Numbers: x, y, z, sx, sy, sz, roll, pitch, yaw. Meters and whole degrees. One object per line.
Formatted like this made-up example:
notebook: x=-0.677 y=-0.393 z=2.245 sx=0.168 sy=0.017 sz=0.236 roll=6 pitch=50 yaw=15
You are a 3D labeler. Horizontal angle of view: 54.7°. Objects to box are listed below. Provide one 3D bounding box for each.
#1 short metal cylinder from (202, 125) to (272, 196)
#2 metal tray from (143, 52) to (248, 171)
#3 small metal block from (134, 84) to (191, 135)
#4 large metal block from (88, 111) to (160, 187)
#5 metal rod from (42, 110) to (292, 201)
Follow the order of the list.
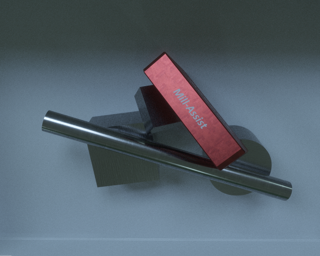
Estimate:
short metal cylinder: x=0.100 y=0.042 z=0.413 sx=0.081 sy=0.050 sz=0.079 roll=0 pitch=110 yaw=-1
metal tray: x=0.043 y=-0.017 z=0.343 sx=0.030 sy=0.090 sz=0.130 roll=-39 pitch=76 yaw=12
small metal block: x=0.003 y=-0.024 z=0.365 sx=0.050 sy=0.025 sz=0.050 roll=-13 pitch=76 yaw=-24
large metal block: x=-0.046 y=0.026 z=0.406 sx=0.080 sy=0.050 sz=0.079 roll=-7 pitch=110 yaw=2
metal rod: x=0.014 y=0.035 z=0.369 sx=0.302 sy=0.025 sz=0.025 roll=17 pitch=109 yaw=-7
